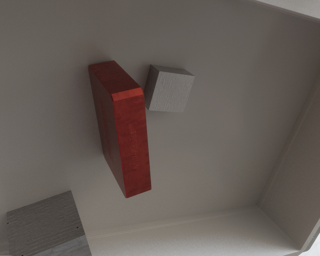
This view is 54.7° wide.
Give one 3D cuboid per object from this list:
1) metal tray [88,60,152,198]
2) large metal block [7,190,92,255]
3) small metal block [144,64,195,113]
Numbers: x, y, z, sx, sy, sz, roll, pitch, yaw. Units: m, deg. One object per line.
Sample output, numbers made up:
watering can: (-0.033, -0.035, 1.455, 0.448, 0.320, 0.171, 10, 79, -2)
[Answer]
metal tray: (-0.044, 0.001, 0.344, 0.030, 0.090, 0.129, -16, 125, -20)
large metal block: (-0.136, 0.134, 0.382, 0.081, 0.080, 0.050, -17, 126, -19)
small metal block: (0.009, -0.048, 0.386, 0.050, 0.025, 0.050, 2, 118, -30)
